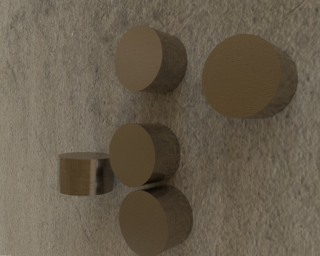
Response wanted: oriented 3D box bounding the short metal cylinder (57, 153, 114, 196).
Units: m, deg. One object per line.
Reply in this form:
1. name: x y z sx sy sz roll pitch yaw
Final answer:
1. short metal cylinder: -0.109 0.065 0.456 0.080 0.081 0.050 4 93 39

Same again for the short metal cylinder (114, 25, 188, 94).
1. short metal cylinder: -0.012 -0.085 0.397 0.080 0.050 0.079 0 90 39

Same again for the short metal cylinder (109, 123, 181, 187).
1. short metal cylinder: -0.020 0.034 0.403 0.080 0.050 0.079 0 90 39

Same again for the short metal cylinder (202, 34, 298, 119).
1. short metal cylinder: 0.090 -0.049 0.313 0.080 0.050 0.079 0 90 39

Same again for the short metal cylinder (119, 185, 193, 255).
1. short metal cylinder: -0.006 0.115 0.392 0.080 0.050 0.079 0 90 39
